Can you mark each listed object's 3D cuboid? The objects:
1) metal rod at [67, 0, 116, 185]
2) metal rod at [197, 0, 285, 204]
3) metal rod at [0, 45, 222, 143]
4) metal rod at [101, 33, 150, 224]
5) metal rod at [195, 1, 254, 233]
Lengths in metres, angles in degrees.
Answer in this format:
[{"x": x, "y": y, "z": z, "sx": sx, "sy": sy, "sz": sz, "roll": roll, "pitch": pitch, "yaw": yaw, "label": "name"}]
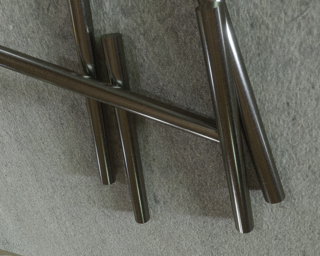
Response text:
[{"x": -0.090, "y": -0.044, "z": 0.424, "sx": 0.025, "sy": 0.025, "sz": 0.298, "roll": 11, "pitch": 123, "yaw": 22, "label": "metal rod"}, {"x": 0.086, "y": -0.043, "z": 0.334, "sx": 0.025, "sy": 0.025, "sz": 0.299, "roll": -11, "pitch": 113, "yaw": 32, "label": "metal rod"}, {"x": -0.067, "y": -0.043, "z": 0.378, "sx": 0.301, "sy": 0.025, "sz": 0.025, "roll": 20, "pitch": 127, "yaw": 2, "label": "metal rod"}, {"x": -0.043, "y": 0.019, "z": 0.439, "sx": 0.025, "sy": 0.025, "sz": 0.298, "roll": 8, "pitch": 122, "yaw": 24, "label": "metal rod"}, {"x": 0.080, "y": 0.014, "z": 0.350, "sx": 0.025, "sy": 0.025, "sz": 0.298, "roll": 1, "pitch": 126, "yaw": 27, "label": "metal rod"}]
